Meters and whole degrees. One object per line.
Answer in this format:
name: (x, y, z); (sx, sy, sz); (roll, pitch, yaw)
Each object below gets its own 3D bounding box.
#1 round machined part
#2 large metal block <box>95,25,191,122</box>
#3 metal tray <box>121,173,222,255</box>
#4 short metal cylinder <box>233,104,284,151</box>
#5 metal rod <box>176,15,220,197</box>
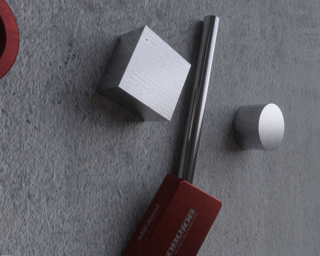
round machined part: (-0.172, -0.075, 0.250); (0.099, 0.042, 0.097); (0, 90, -40)
large metal block: (-0.018, -0.061, 0.375); (0.080, 0.050, 0.080); (33, 70, -36)
metal tray: (0.017, 0.135, 0.400); (0.090, 0.030, 0.130); (35, 81, -35)
short metal cylinder: (0.171, -0.001, 0.535); (0.081, 0.050, 0.079); (0, 90, -40)
metal rod: (0.052, -0.020, 0.450); (0.025, 0.025, 0.299); (18, 79, -39)
